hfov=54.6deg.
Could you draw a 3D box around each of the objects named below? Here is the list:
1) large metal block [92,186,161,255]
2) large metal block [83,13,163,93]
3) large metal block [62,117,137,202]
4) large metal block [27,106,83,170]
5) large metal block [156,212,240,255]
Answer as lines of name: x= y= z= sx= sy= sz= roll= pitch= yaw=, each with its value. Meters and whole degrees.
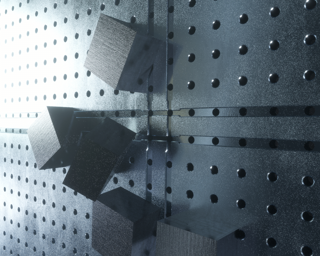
large metal block: x=-0.048 y=0.138 z=0.426 sx=0.080 sy=0.050 sz=0.079 roll=18 pitch=111 yaw=38
large metal block: x=-0.054 y=-0.105 z=0.439 sx=0.080 sy=0.050 sz=0.080 roll=37 pitch=113 yaw=34
large metal block: x=-0.082 y=0.041 z=0.433 sx=0.050 sy=0.080 sz=0.080 roll=30 pitch=113 yaw=0
large metal block: x=-0.184 y=0.018 z=0.547 sx=0.080 sy=0.050 sz=0.080 roll=-39 pitch=66 yaw=33
large metal block: x=0.042 y=0.151 z=0.360 sx=0.080 sy=0.050 sz=0.080 roll=4 pitch=93 yaw=40
